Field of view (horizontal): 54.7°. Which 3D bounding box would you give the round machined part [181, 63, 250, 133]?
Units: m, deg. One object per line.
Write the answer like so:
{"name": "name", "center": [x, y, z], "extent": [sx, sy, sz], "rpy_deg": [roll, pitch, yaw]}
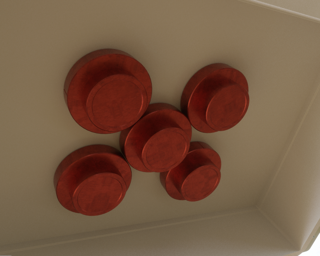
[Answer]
{"name": "round machined part", "center": [0.081, -0.035, 0.421], "extent": [0.099, 0.042, 0.097], "rpy_deg": [-14, 125, -21]}

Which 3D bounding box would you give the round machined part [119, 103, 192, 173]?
{"name": "round machined part", "center": [0.000, 0.020, 0.409], "extent": [0.099, 0.042, 0.097], "rpy_deg": [-14, 125, -21]}

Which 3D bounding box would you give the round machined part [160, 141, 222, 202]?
{"name": "round machined part", "center": [0.053, 0.073, 0.472], "extent": [0.099, 0.042, 0.097], "rpy_deg": [-14, 125, -21]}

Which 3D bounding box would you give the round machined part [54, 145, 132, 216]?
{"name": "round machined part", "center": [-0.082, 0.073, 0.398], "extent": [0.099, 0.042, 0.097], "rpy_deg": [-14, 125, -21]}

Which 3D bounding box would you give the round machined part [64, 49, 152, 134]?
{"name": "round machined part", "center": [-0.053, -0.035, 0.346], "extent": [0.099, 0.042, 0.097], "rpy_deg": [-14, 125, -21]}
